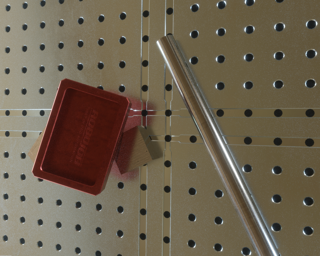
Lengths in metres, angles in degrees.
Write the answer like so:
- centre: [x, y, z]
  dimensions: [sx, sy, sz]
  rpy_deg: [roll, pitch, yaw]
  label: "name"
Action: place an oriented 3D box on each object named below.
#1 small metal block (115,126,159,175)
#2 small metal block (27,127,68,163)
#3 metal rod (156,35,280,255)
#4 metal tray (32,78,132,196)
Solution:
- centre: [-0.037, 0.030, 0.425]
  dimensions: [0.050, 0.025, 0.050]
  rpy_deg: [-27, 82, 17]
  label: "small metal block"
- centre: [-0.153, 0.028, 0.449]
  dimensions: [0.025, 0.050, 0.050]
  rpy_deg: [43, 104, 27]
  label: "small metal block"
- centre: [0.068, 0.019, 0.388]
  dimensions: [0.025, 0.025, 0.299]
  rpy_deg: [-27, 81, 17]
  label: "metal rod"
- centre: [-0.099, 0.011, 0.401]
  dimensions: [0.090, 0.030, 0.129]
  rpy_deg: [18, 90, 1]
  label: "metal tray"
